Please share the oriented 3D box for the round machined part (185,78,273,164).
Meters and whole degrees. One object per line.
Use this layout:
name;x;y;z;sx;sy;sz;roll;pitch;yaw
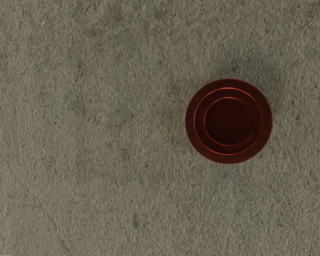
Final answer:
round machined part;0.083;-0.008;0.371;0.098;0.042;0.097;0;90;20
